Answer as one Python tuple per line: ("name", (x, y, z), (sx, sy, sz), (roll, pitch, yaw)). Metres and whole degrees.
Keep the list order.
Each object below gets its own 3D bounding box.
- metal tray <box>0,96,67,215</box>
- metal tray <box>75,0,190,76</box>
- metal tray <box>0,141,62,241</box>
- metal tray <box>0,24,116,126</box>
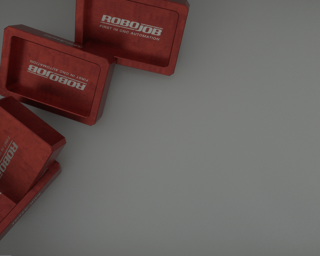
("metal tray", (-0.185, 0.037, 0.382), (0.090, 0.030, 0.129), (38, 114, -1))
("metal tray", (-0.037, -0.124, 0.386), (0.131, 0.030, 0.089), (13, 124, 0))
("metal tray", (-0.201, 0.072, 0.383), (0.090, 0.030, 0.130), (38, 68, 0))
("metal tray", (-0.130, -0.066, 0.391), (0.131, 0.030, 0.089), (19, 113, 0))
